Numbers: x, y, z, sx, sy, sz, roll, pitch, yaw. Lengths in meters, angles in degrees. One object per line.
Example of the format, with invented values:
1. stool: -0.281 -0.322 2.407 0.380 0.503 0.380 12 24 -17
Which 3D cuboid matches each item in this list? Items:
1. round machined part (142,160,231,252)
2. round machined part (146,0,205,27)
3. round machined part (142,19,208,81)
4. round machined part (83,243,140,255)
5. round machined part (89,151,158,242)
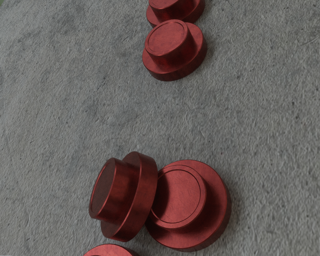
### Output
1. round machined part: 0.023 0.079 0.333 0.098 0.042 0.098 -13 56 21
2. round machined part: 0.021 -0.205 0.508 0.098 0.042 0.098 -13 56 21
3. round machined part: 0.017 -0.121 0.458 0.098 0.042 0.098 -13 56 21
4. round machined part: -0.060 0.171 0.320 0.098 0.042 0.098 -13 56 21
5. round machined part: -0.045 0.071 0.343 0.097 0.042 0.098 -49 27 37
